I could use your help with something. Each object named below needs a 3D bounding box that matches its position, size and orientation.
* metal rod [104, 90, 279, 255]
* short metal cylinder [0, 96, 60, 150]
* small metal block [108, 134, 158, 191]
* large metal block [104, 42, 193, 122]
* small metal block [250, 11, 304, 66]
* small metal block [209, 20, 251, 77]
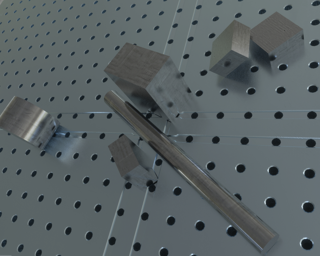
[{"bbox_3d":[0.014,0.031,0.380,0.025,0.025,0.300,-46,51,-4],"label":"metal rod"},{"bbox_3d":[-0.205,-0.006,0.482,0.080,0.080,0.050,17,71,34],"label":"short metal cylinder"},{"bbox_3d":[-0.033,0.043,0.382,0.025,0.050,0.050,-36,52,5],"label":"small metal block"},{"bbox_3d":[-0.014,-0.061,0.417,0.080,0.080,0.050,28,77,37],"label":"large metal block"},{"bbox_3d":[0.148,-0.116,0.402,0.050,0.025,0.050,-35,52,4],"label":"small metal block"},{"bbox_3d":[0.091,-0.103,0.406,0.050,0.025,0.050,-40,34,58],"label":"small metal block"}]
